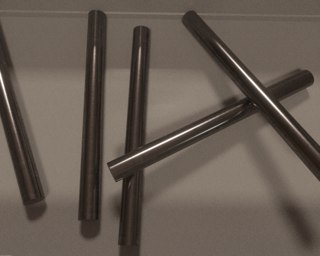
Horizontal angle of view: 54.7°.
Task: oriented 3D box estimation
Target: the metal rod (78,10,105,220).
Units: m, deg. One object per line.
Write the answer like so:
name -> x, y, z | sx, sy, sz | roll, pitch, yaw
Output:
metal rod -> -0.090, -0.031, 0.419 | 0.025, 0.025, 0.299 | -2, 70, -1

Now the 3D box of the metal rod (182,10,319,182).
metal rod -> 0.113, -0.057, 0.399 | 0.025, 0.025, 0.299 | -26, 60, -10

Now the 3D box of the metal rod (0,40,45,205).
metal rod -> -0.210, -0.041, 0.422 | 0.025, 0.025, 0.299 | -21, 72, -8

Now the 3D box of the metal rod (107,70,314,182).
metal rod -> 0.076, -0.009, 0.399 | 0.302, 0.025, 0.025 | -25, 72, -15

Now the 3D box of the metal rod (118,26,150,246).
metal rod -> -0.032, -0.004, 0.410 | 0.025, 0.025, 0.299 | 2, 70, 0
